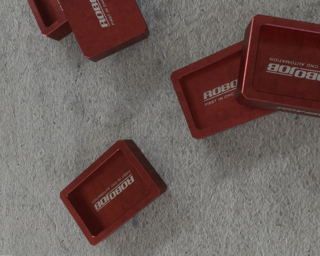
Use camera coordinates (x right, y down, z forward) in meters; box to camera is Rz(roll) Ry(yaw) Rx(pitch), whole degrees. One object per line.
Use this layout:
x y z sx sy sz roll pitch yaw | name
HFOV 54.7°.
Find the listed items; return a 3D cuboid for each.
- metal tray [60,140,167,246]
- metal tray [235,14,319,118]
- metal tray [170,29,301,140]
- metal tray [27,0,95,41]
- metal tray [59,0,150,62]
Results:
-0.067 0.088 0.429 0.130 0.030 0.090 -41 77 15 | metal tray
0.152 -0.061 0.323 0.131 0.030 0.090 10 83 1 | metal tray
0.088 -0.049 0.374 0.130 0.030 0.090 -22 83 18 | metal tray
-0.154 -0.209 0.460 0.090 0.030 0.130 -28 81 17 | metal tray
-0.081 -0.166 0.414 0.090 0.030 0.129 -25 90 3 | metal tray
